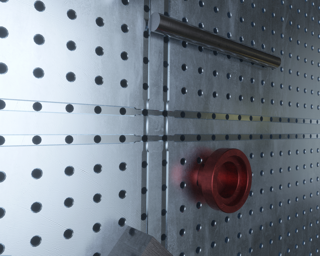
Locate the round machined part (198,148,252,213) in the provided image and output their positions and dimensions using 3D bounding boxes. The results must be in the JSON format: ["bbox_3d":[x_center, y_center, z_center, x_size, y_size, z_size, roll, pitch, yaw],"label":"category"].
[{"bbox_3d":[0.097,0.079,0.483,0.099,0.042,0.097,0,90,-40],"label":"round machined part"}]

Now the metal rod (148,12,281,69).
[{"bbox_3d":[0.107,-0.133,0.501,0.302,0.025,0.025,3,88,-40],"label":"metal rod"}]

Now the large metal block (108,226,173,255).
[{"bbox_3d":[-0.024,0.181,0.375,0.080,0.050,0.080,52,59,-28],"label":"large metal block"}]
